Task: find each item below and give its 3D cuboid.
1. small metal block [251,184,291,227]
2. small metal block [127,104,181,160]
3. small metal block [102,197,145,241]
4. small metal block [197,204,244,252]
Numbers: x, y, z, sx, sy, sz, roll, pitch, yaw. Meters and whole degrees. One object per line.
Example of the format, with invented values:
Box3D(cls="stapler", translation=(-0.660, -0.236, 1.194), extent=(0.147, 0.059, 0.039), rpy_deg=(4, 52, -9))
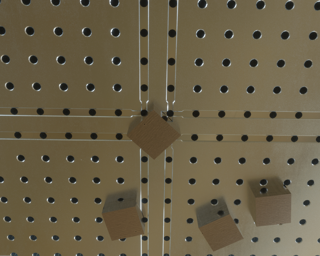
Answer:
Box3D(cls="small metal block", translation=(0.163, 0.114, 0.457), extent=(0.050, 0.025, 0.050), rpy_deg=(-7, 110, 2))
Box3D(cls="small metal block", translation=(-0.008, 0.005, 0.415), extent=(0.050, 0.025, 0.050), rpy_deg=(43, 105, -14))
Box3D(cls="small metal block", translation=(-0.053, 0.135, 0.463), extent=(0.050, 0.025, 0.050), rpy_deg=(-13, 110, 4))
Box3D(cls="small metal block", translation=(0.091, 0.151, 0.470), extent=(0.050, 0.025, 0.050), rpy_deg=(-27, 108, 9))
